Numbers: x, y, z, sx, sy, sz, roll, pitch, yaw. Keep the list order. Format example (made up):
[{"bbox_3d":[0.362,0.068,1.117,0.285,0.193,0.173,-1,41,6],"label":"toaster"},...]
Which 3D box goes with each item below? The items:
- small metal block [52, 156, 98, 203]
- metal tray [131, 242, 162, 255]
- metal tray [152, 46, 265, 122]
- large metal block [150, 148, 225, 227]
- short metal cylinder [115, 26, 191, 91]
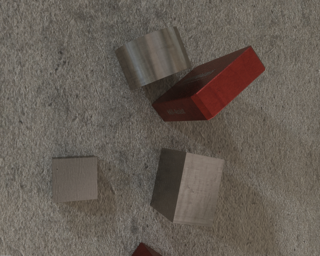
[{"bbox_3d":[-0.103,0.060,0.371,0.050,0.025,0.050,-1,90,-20],"label":"small metal block"},{"bbox_3d":[0.028,0.202,0.385,0.130,0.090,0.030,40,78,-16],"label":"metal tray"},{"bbox_3d":[0.051,-0.048,0.372,0.090,0.130,0.030,-41,103,-15],"label":"metal tray"},{"bbox_3d":[0.032,0.071,0.392,0.050,0.080,0.080,13,86,-20],"label":"large metal block"},{"bbox_3d":[-0.008,-0.083,0.377,0.081,0.080,0.050,-24,98,-18],"label":"short metal cylinder"}]
